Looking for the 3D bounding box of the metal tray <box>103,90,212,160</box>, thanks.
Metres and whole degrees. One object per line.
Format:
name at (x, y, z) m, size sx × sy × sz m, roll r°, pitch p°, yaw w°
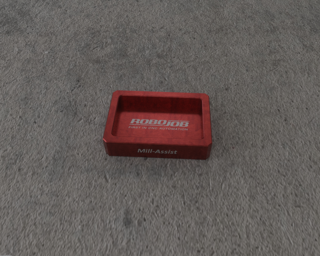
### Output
metal tray at (-0.001, -0.006, 0.405) m, size 0.131 × 0.030 × 0.090 m, roll 2°, pitch 50°, yaw 2°
